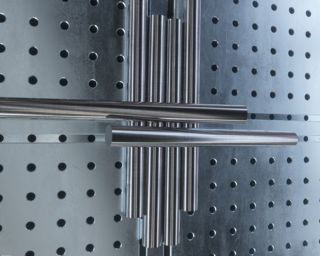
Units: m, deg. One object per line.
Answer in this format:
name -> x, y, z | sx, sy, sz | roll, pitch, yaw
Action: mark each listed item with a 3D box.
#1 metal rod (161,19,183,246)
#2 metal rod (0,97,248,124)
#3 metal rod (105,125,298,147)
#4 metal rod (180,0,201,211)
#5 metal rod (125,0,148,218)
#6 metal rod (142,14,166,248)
metal rod -> 0.016, 0.005, 0.419 | 0.025, 0.025, 0.298 | 1, 90, -20
metal rod -> -0.040, -0.020, 0.373 | 0.302, 0.025, 0.025 | 1, 90, -11
metal rod -> 0.075, 0.013, 0.418 | 0.302, 0.025, 0.025 | 2, 90, -29
metal rod -> 0.041, -0.038, 0.427 | 0.025, 0.025, 0.298 | 1, 90, -20
metal rod -> -0.030, -0.037, 0.400 | 0.025, 0.025, 0.298 | 1, 90, -20
metal rod -> -0.008, 0.004, 0.408 | 0.025, 0.025, 0.298 | 1, 90, -20
